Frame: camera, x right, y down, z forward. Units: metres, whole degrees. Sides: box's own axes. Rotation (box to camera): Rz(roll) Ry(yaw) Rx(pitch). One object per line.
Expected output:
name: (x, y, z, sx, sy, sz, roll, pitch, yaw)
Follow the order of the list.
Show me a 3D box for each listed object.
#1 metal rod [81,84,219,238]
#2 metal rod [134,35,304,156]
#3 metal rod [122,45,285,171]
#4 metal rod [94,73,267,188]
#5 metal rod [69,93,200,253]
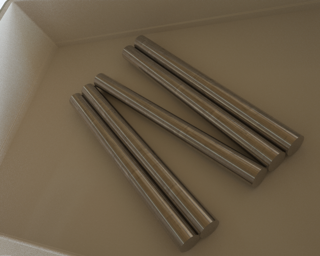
metal rod: (-0.032, 0.021, 0.409, 0.025, 0.025, 0.300, -44, 51, -2)
metal rod: (0.054, -0.061, 0.413, 0.025, 0.025, 0.300, -45, 51, -3)
metal rod: (0.035, -0.044, 0.413, 0.025, 0.025, 0.300, -45, 51, -3)
metal rod: (0.003, -0.013, 0.411, 0.300, 0.025, 0.025, 33, 80, 38)
metal rod: (-0.052, 0.036, 0.410, 0.025, 0.025, 0.300, -44, 51, -2)
